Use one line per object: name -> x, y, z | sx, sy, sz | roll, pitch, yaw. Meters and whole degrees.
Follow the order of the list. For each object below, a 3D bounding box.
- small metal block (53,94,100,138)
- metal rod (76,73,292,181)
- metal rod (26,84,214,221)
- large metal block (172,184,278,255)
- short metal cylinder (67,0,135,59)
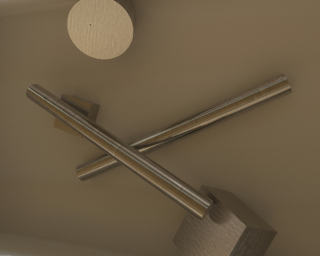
small metal block -> -0.121, -0.018, 0.452 | 0.050, 0.025, 0.050 | 19, 96, 18
metal rod -> 0.017, 0.007, 0.403 | 0.300, 0.025, 0.025 | -24, 82, 18
metal rod -> -0.067, 0.018, 0.392 | 0.300, 0.025, 0.025 | 31, 100, 24
large metal block -> 0.069, 0.123, 0.351 | 0.080, 0.050, 0.080 | -64, 32, 9
short metal cylinder -> -0.073, -0.137, 0.400 | 0.081, 0.050, 0.079 | 0, 129, 0
